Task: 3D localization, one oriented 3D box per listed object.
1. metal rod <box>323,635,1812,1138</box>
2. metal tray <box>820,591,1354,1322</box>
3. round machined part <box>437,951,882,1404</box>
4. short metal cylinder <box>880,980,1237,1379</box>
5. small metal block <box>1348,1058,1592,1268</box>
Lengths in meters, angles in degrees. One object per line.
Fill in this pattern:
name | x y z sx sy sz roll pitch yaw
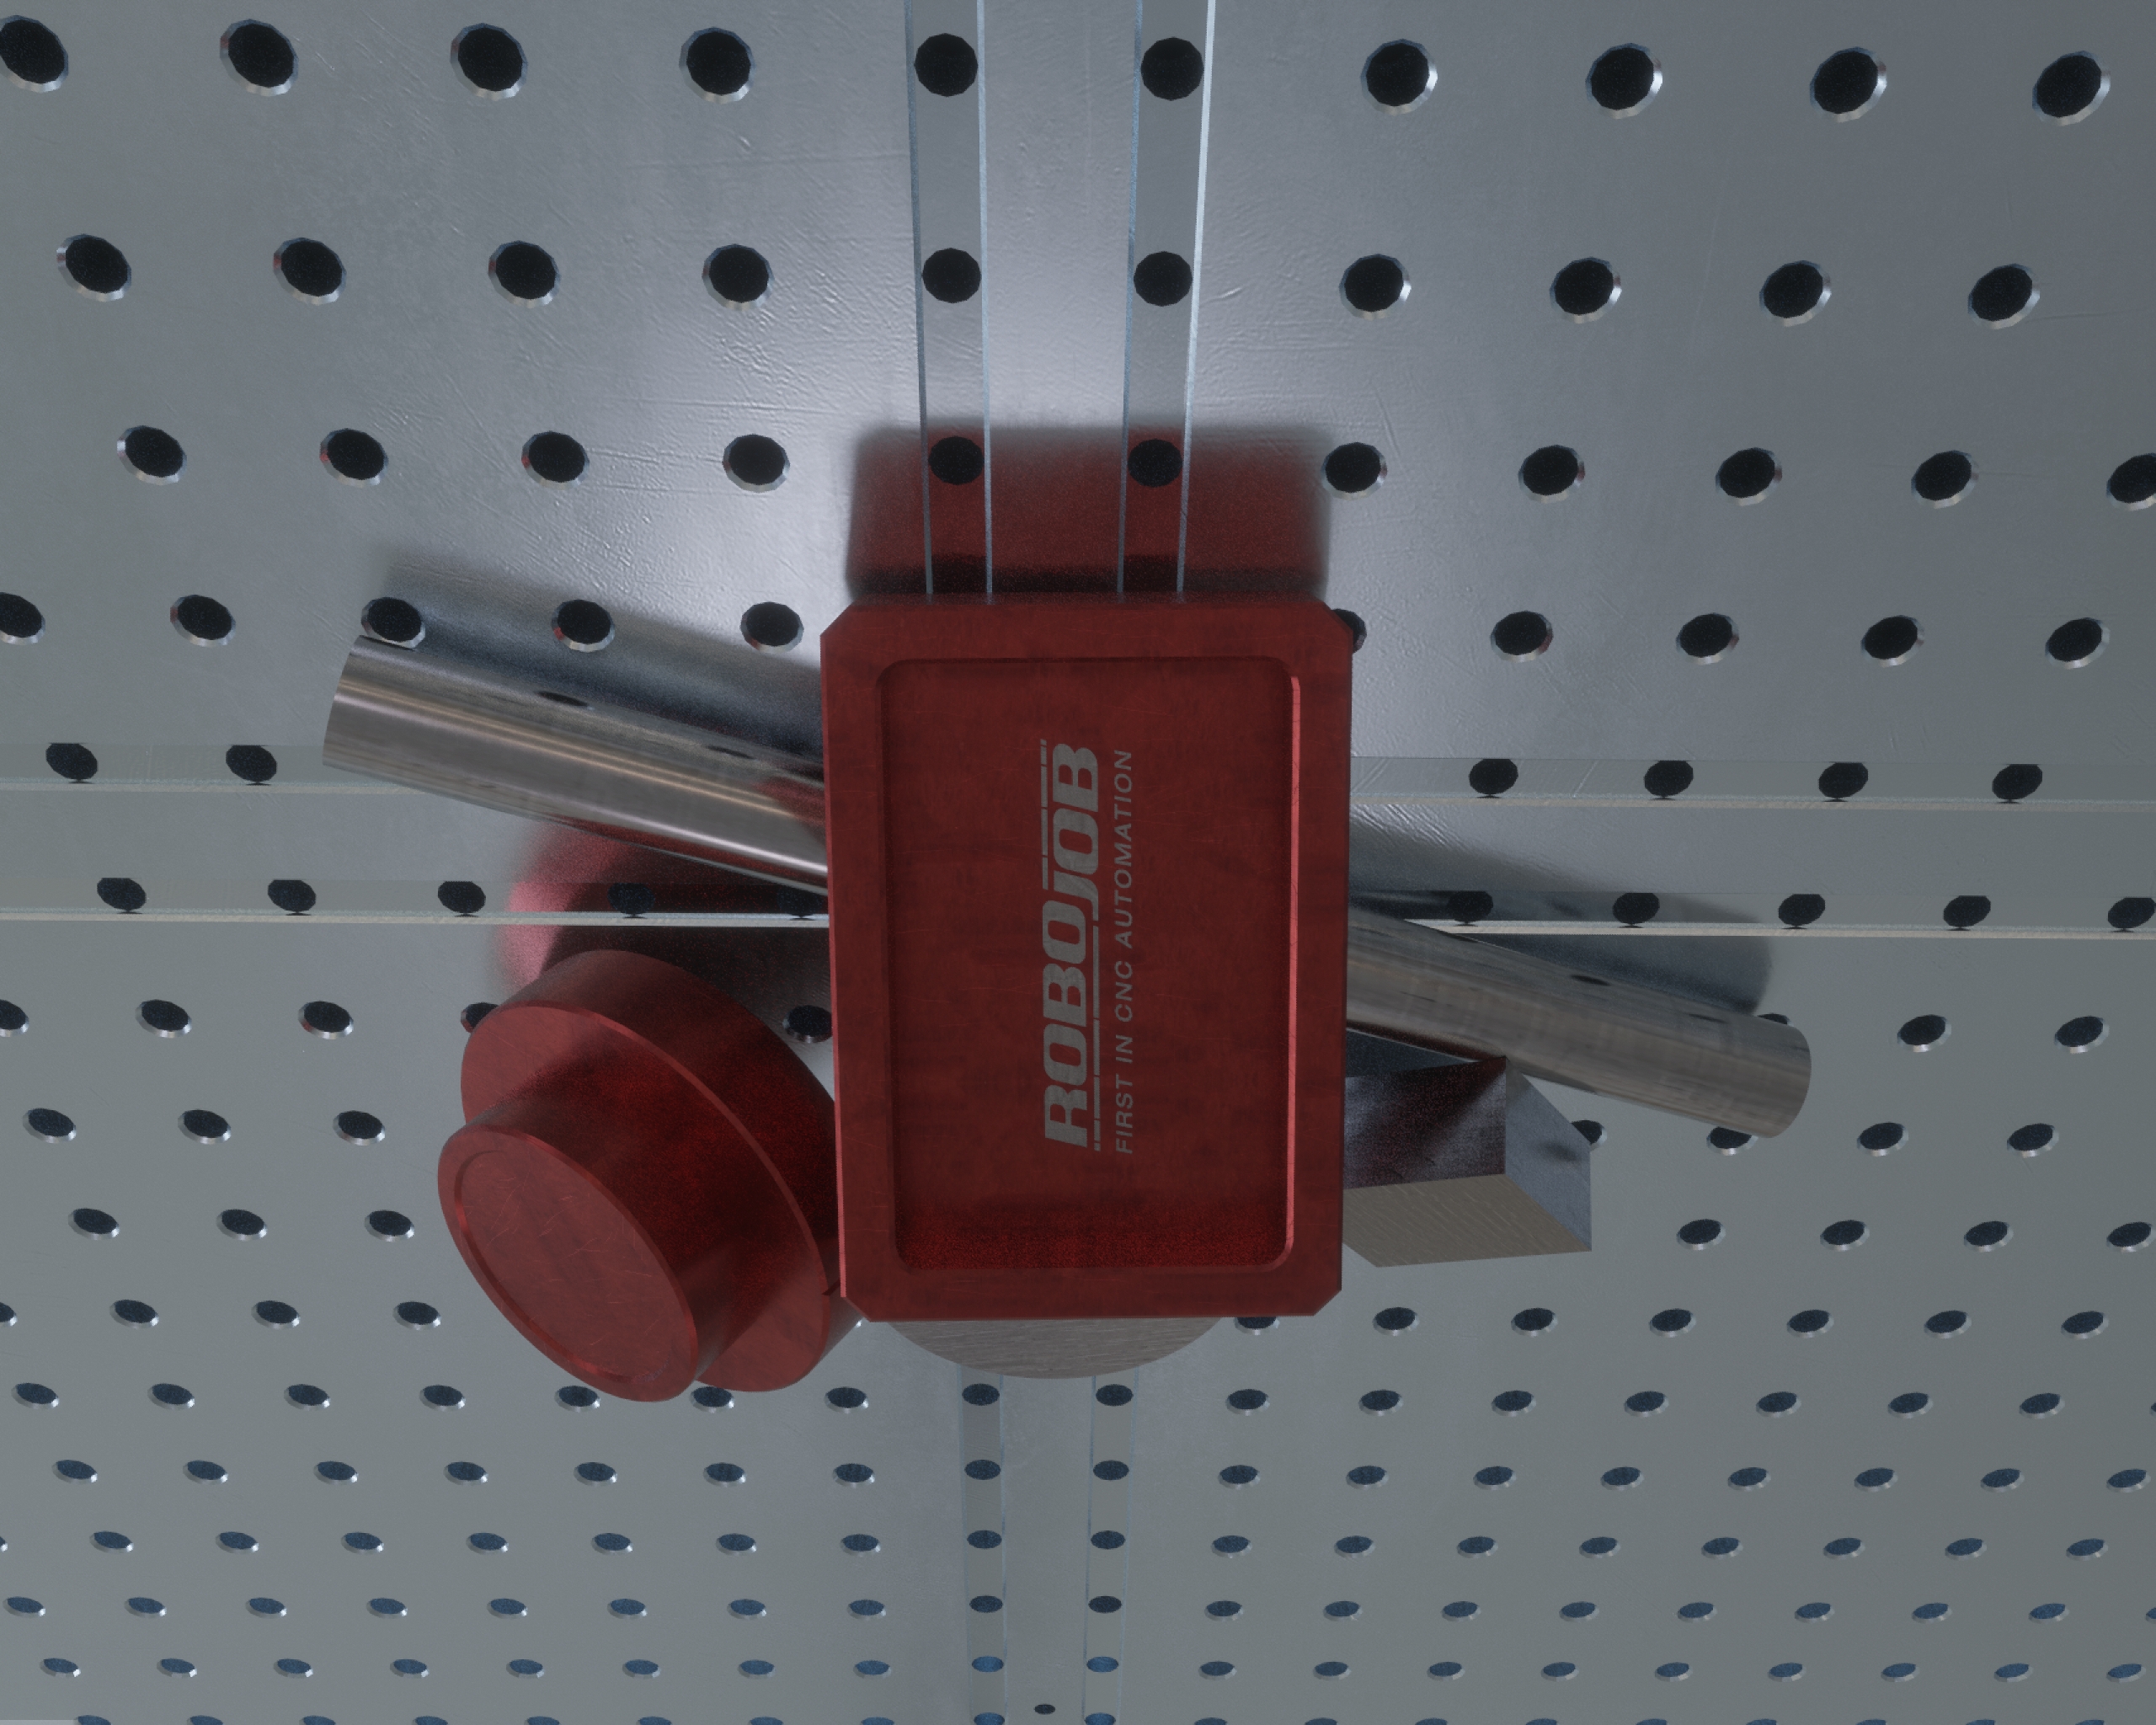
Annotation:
metal rod | 0.008 0.009 0.414 0.302 0.025 0.025 15 129 -13
metal tray | 0.002 0.017 0.379 0.091 0.030 0.129 -1 101 -1
round machined part | -0.090 0.070 0.424 0.098 0.042 0.097 20 130 26
short metal cylinder | -0.005 0.066 0.446 0.081 0.050 0.079 0 130 0
small metal block | 0.078 0.066 0.449 0.050 0.025 0.050 -11 148 30
